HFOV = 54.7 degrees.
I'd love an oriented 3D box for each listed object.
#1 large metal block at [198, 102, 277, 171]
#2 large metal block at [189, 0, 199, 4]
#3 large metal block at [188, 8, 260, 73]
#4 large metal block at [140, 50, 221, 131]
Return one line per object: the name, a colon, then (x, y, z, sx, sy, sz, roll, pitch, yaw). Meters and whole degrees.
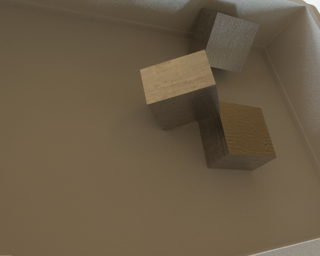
large metal block: (0.107, 0.013, 0.442, 0.081, 0.050, 0.080, 7, 59, -25)
large metal block: (0.067, -0.305, 0.617, 0.080, 0.050, 0.080, 40, 51, -1)
large metal block: (0.101, -0.142, 0.504, 0.081, 0.079, 0.050, 5, 24, -26)
large metal block: (0.029, -0.044, 0.393, 0.080, 0.080, 0.050, -16, 64, 8)
